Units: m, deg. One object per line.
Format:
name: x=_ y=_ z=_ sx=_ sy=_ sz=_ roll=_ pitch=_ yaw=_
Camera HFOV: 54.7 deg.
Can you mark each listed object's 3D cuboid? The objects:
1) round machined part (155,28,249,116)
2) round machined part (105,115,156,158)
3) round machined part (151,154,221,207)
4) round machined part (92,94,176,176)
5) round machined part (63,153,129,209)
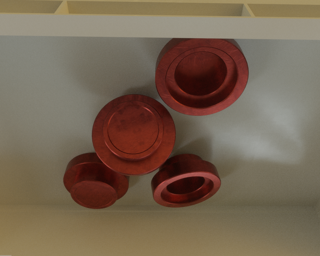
round machined part: x=0.044 y=-0.064 z=0.343 sx=0.099 sy=0.042 sz=0.097 roll=0 pitch=130 yaw=0
round machined part: x=-0.032 y=0.026 z=0.420 sx=0.099 sy=0.042 sz=0.097 roll=0 pitch=130 yaw=0
round machined part: x=0.035 y=0.074 z=0.452 sx=0.099 sy=0.042 sz=0.097 roll=-8 pitch=140 yaw=-6
round machined part: x=-0.030 y=0.006 z=0.363 sx=0.099 sy=0.098 sz=0.042 roll=2 pitch=166 yaw=-2
round machined part: x=-0.097 y=0.086 z=0.470 sx=0.099 sy=0.042 sz=0.097 roll=0 pitch=130 yaw=0
